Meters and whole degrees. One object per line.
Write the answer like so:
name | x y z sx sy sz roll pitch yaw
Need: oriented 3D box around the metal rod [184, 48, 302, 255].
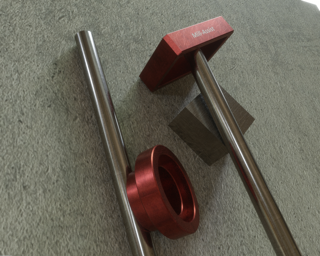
metal rod | 0.097 0.028 0.377 0.025 0.025 0.299 -10 69 -33

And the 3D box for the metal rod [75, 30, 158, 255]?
metal rod | -0.058 0.006 0.369 0.025 0.025 0.299 -5 64 -31

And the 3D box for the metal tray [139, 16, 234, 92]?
metal tray | 0.039 -0.108 0.451 0.131 0.090 0.030 -31 80 -38

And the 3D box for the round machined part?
round machined part | 0.000 0.070 0.332 0.098 0.042 0.098 52 22 -30

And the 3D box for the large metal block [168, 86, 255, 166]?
large metal block | 0.073 -0.008 0.434 0.080 0.050 0.080 45 51 3
